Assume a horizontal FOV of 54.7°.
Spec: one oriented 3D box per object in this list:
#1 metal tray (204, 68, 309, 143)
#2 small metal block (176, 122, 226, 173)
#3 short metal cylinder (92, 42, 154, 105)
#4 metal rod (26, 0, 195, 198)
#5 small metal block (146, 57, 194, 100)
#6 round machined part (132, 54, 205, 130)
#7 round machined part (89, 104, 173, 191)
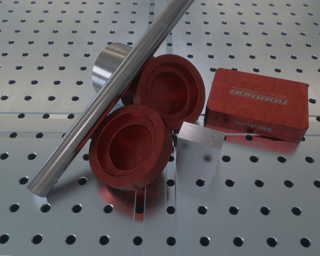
[{"bbox_3d":[0.135,-0.035,0.435,0.131,0.030,0.090,13,51,10],"label":"metal tray"},{"bbox_3d":[0.048,0.024,0.372,0.050,0.050,0.025,15,52,12],"label":"small metal block"},{"bbox_3d":[-0.047,-0.072,0.430,0.050,0.080,0.080,26,55,26],"label":"short metal cylinder"},{"bbox_3d":[-0.052,-0.049,0.368,0.025,0.025,0.300,33,82,24],"label":"metal rod"},{"bbox_3d":[0.015,-0.076,0.471,0.050,0.025,0.050,-31,57,-24],"label":"small metal block"},{"bbox_3d":[0.008,-0.045,0.412,0.099,0.042,0.097,2,86,-27],"label":"round machined part"},{"bbox_3d":[-0.030,0.025,0.358,0.098,0.042,0.098,-12,61,23],"label":"round machined part"}]
